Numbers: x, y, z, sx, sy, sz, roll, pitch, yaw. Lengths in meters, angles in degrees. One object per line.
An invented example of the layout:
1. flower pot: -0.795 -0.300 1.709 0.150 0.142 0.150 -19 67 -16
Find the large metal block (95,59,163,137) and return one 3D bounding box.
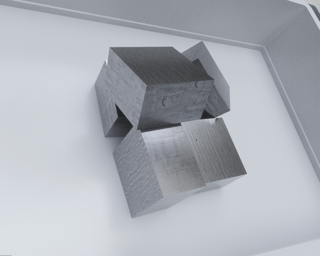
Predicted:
1. large metal block: -0.031 -0.036 0.395 0.081 0.050 0.080 -1 62 -29

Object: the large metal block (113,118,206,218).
1. large metal block: -0.005 0.044 0.340 0.050 0.080 0.080 -7 65 -32

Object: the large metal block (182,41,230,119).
1. large metal block: 0.054 -0.062 0.424 0.080 0.050 0.080 54 26 -20

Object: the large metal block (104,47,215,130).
1. large metal block: -0.004 -0.047 0.332 0.081 0.050 0.080 -10 42 -32

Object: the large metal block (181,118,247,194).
1. large metal block: 0.049 0.036 0.391 0.081 0.050 0.080 -6 65 -31
